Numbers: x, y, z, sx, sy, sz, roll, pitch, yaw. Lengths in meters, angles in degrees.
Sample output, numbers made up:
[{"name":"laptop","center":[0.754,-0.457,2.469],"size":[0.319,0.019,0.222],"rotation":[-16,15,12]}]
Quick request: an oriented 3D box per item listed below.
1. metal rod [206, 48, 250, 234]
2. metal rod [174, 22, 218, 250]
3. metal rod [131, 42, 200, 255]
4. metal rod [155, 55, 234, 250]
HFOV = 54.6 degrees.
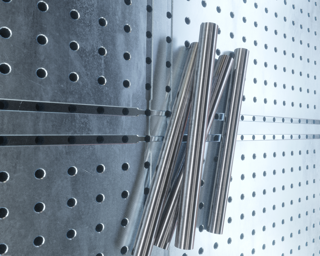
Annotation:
[{"name":"metal rod","center":[0.111,0.016,0.500],"size":[0.025,0.025,0.299],"rotation":[17,79,-39]},{"name":"metal rod","center":[0.050,0.006,0.415],"size":[0.025,0.025,0.299],"rotation":[12,82,-39]},{"name":"metal rod","center":[0.016,0.021,0.421],"size":[0.025,0.025,0.299],"rotation":[26,74,-37]},{"name":"metal rod","center":[0.052,0.023,0.451],"size":[0.025,0.025,0.300],"rotation":[34,69,-35]}]
